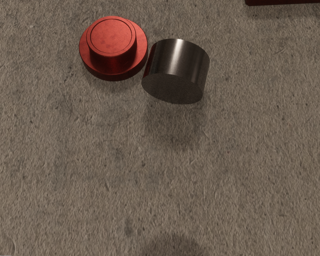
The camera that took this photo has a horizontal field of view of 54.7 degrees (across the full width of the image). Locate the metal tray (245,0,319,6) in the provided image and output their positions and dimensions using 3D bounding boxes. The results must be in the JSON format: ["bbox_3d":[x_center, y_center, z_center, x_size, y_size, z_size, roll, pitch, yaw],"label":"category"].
[{"bbox_3d":[0.199,-0.244,0.497,0.131,0.030,0.090,-3,70,-2],"label":"metal tray"}]

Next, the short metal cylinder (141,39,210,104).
[{"bbox_3d":[0.021,-0.071,0.405,0.080,0.080,0.050,13,71,4],"label":"short metal cylinder"}]

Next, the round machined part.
[{"bbox_3d":[-0.067,-0.119,0.442,0.099,0.042,0.098,0,70,-1],"label":"round machined part"}]
